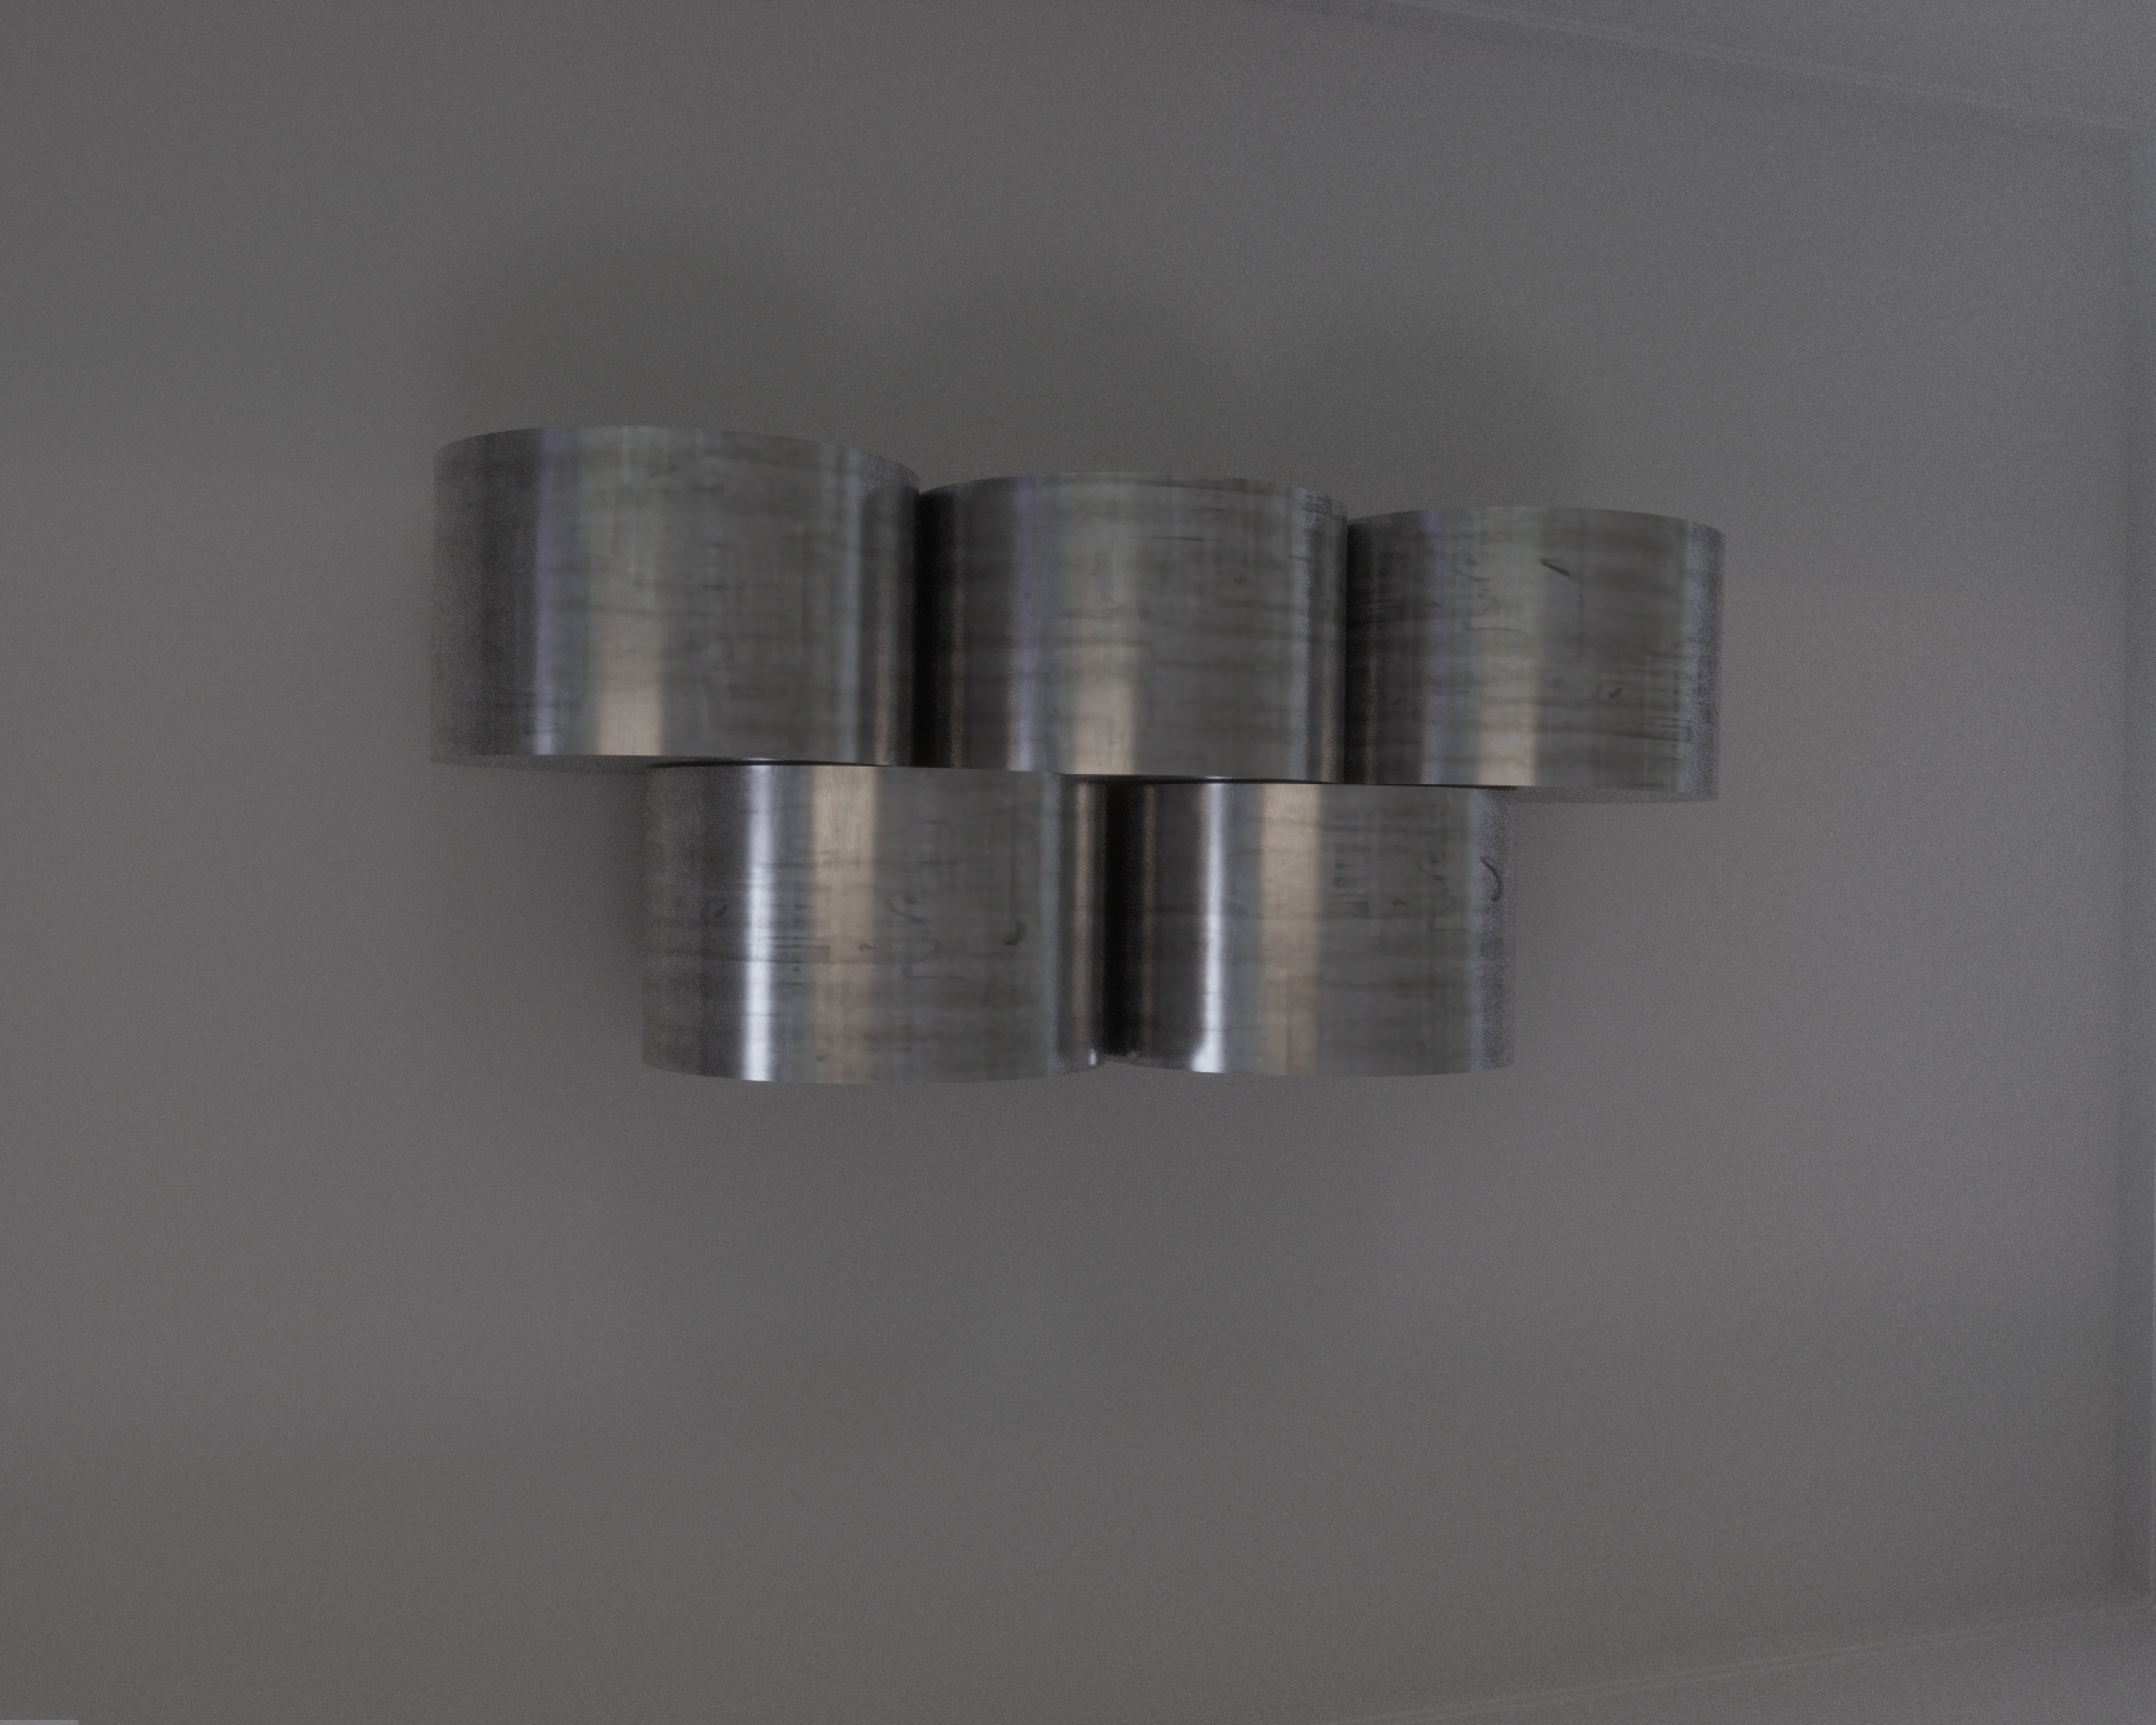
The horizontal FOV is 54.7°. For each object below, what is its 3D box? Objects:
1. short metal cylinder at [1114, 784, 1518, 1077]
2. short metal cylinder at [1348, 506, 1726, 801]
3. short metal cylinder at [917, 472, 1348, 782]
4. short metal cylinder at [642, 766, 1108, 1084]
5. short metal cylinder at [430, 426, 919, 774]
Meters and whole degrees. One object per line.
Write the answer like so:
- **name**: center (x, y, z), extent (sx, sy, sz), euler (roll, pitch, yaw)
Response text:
- **short metal cylinder**: center (0.042, 0.011, 0.395), extent (0.081, 0.080, 0.050), euler (1, 90, -20)
- **short metal cylinder**: center (0.085, -0.038, 0.410), extent (0.081, 0.080, 0.050), euler (2, 90, -20)
- **short metal cylinder**: center (0.009, -0.039, 0.382), extent (0.081, 0.080, 0.050), euler (1, 90, -20)
- **short metal cylinder**: center (-0.035, 0.010, 0.366), extent (0.081, 0.080, 0.050), euler (1, 90, -20)
- **short metal cylinder**: center (-0.068, -0.041, 0.354), extent (0.081, 0.080, 0.050), euler (1, 90, -20)
